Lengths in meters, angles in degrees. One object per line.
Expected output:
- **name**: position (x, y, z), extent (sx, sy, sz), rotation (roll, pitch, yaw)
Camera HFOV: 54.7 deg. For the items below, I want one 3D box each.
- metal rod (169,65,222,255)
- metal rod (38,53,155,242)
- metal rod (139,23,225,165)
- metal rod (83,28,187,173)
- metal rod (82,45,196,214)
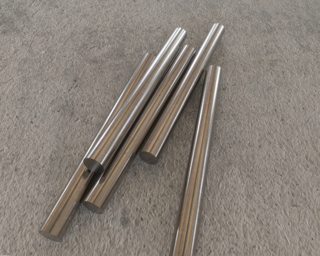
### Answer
- **metal rod**: position (0.050, 0.025, 0.382), extent (0.025, 0.025, 0.300), rotation (10, 51, 8)
- **metal rod**: position (-0.063, 0.000, 0.402), extent (0.025, 0.025, 0.300), rotation (14, 51, 11)
- **metal rod**: position (0.045, -0.069, 0.461), extent (0.025, 0.025, 0.301), rotation (18, 52, 14)
- **metal rod**: position (-0.019, -0.060, 0.434), extent (0.025, 0.025, 0.301), rotation (17, 48, 13)
- **metal rod**: position (-0.012, -0.020, 0.419), extent (0.025, 0.025, 0.301), rotation (19, 52, 14)
